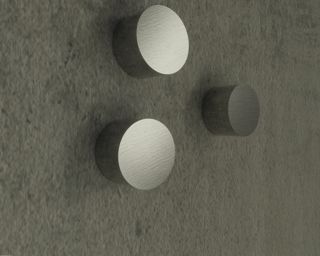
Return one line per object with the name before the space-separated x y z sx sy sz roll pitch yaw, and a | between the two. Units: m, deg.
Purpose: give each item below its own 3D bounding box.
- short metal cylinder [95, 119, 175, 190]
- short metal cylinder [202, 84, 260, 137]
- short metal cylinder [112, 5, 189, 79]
short metal cylinder | -0.029 0.029 0.366 0.081 0.050 0.079 0 90 -40
short metal cylinder | 0.111 -0.027 0.485 0.081 0.050 0.079 0 90 -40
short metal cylinder | -0.011 -0.103 0.381 0.081 0.050 0.079 0 90 -40
